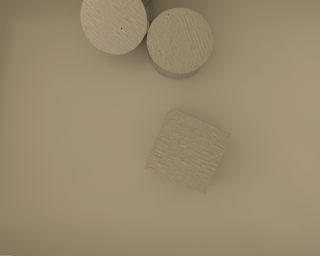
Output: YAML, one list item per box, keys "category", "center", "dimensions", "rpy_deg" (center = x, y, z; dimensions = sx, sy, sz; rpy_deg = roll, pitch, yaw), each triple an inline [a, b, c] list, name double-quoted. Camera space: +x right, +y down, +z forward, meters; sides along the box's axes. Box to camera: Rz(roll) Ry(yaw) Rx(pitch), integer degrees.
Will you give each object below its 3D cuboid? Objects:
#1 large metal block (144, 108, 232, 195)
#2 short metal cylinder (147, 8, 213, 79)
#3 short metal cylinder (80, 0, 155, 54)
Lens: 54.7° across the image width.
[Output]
- category: "large metal block"
  center: [0.034, 0.028, 0.399]
  dimensions: [0.080, 0.050, 0.080]
  rpy_deg: [23, 90, -1]
- category: "short metal cylinder"
  center: [0.024, -0.106, 0.399]
  dimensions: [0.081, 0.050, 0.079]
  rpy_deg: [0, 90, -1]
- category: "short metal cylinder"
  center: [-0.050, -0.136, 0.383]
  dimensions: [0.080, 0.050, 0.079]
  rpy_deg: [4, 116, 9]
